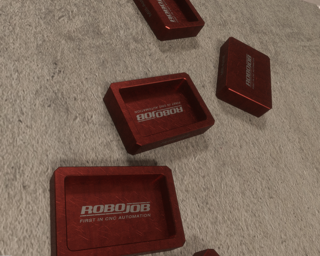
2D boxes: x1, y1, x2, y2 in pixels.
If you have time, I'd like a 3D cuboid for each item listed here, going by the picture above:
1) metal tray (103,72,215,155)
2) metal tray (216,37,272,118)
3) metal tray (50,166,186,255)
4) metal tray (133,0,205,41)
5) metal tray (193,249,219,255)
[{"bbox_3d":[0.001,-0.024,0.417,0.131,0.030,0.090,-15,70,-34],"label":"metal tray"},{"bbox_3d":[0.147,-0.090,0.538,0.090,0.030,0.130,23,53,-15],"label":"metal tray"},{"bbox_3d":[-0.044,0.087,0.324,0.131,0.030,0.090,3,60,-27],"label":"metal tray"},{"bbox_3d":[0.008,-0.214,0.537,0.091,0.030,0.130,-19,72,-36],"label":"metal tray"},{"bbox_3d":[0.065,0.203,0.313,0.130,0.030,0.091,47,51,5],"label":"metal tray"}]
